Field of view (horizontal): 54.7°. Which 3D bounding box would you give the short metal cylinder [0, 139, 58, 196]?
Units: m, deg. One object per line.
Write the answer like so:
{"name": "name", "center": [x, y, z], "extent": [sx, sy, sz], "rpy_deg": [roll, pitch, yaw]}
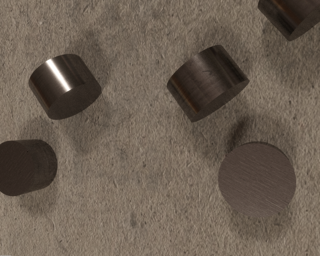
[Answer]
{"name": "short metal cylinder", "center": [-0.204, 0.058, 0.466], "extent": [0.080, 0.050, 0.079], "rpy_deg": [0, 90, 19]}

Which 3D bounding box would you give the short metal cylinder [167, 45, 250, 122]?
{"name": "short metal cylinder", "center": [0.055, -0.050, 0.360], "extent": [0.080, 0.080, 0.050], "rpy_deg": [-37, 78, 16]}

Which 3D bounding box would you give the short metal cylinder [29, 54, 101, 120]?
{"name": "short metal cylinder", "center": [-0.129, -0.055, 0.424], "extent": [0.080, 0.080, 0.050], "rpy_deg": [-39, 78, 16]}

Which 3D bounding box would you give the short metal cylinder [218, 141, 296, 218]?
{"name": "short metal cylinder", "center": [0.111, 0.056, 0.356], "extent": [0.080, 0.050, 0.079], "rpy_deg": [0, 90, 19]}

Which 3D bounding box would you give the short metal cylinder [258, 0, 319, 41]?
{"name": "short metal cylinder", "center": [0.152, -0.139, 0.326], "extent": [0.080, 0.080, 0.050], "rpy_deg": [-40, 78, 15]}
